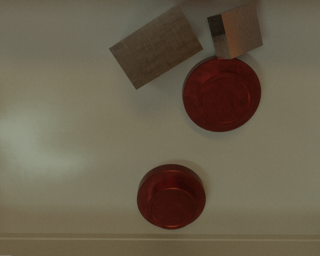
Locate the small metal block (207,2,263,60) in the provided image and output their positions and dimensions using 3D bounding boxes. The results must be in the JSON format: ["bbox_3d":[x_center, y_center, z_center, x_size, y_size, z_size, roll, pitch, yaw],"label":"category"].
[{"bbox_3d":[0.088,-0.112,0.360,0.050,0.025,0.050,-27,111,-22],"label":"small metal block"}]

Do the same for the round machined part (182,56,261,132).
[{"bbox_3d":[0.078,-0.039,0.389,0.099,0.042,0.097,0,110,-1],"label":"round machined part"}]

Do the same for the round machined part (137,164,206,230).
[{"bbox_3d":[0.016,0.104,0.441,0.099,0.042,0.097,0,110,-1],"label":"round machined part"}]

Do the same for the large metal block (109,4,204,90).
[{"bbox_3d":[-0.004,-0.093,0.348,0.080,0.080,0.050,-30,108,10],"label":"large metal block"}]
